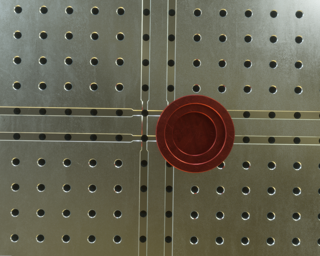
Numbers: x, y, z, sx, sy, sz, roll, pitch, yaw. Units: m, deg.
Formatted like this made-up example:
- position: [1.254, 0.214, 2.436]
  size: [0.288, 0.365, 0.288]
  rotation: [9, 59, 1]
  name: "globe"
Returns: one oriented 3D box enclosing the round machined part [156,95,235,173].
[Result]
- position: [0.044, 0.007, 0.405]
  size: [0.099, 0.042, 0.097]
  rotation: [0, 90, 0]
  name: "round machined part"
